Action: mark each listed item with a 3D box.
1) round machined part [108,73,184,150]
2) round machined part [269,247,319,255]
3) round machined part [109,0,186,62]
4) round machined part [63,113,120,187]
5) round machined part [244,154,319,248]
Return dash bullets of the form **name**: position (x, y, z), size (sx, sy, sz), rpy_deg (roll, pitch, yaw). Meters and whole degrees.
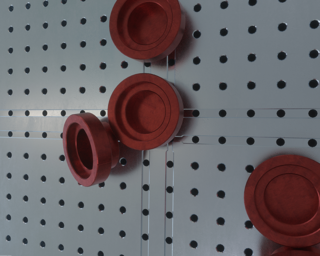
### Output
- **round machined part**: position (-0.016, -0.021, 0.409), size (0.098, 0.042, 0.097), rpy_deg (0, 90, 19)
- **round machined part**: position (0.154, 0.166, 0.335), size (0.098, 0.042, 0.097), rpy_deg (8, 121, 14)
- **round machined part**: position (-0.014, -0.135, 0.409), size (0.098, 0.042, 0.097), rpy_deg (0, 90, 20)
- **round machined part**: position (-0.091, 0.027, 0.421), size (0.098, 0.042, 0.097), rpy_deg (15, 111, 47)
- **round machined part**: position (0.147, 0.079, 0.349), size (0.098, 0.042, 0.098), rpy_deg (-2, 85, 21)
